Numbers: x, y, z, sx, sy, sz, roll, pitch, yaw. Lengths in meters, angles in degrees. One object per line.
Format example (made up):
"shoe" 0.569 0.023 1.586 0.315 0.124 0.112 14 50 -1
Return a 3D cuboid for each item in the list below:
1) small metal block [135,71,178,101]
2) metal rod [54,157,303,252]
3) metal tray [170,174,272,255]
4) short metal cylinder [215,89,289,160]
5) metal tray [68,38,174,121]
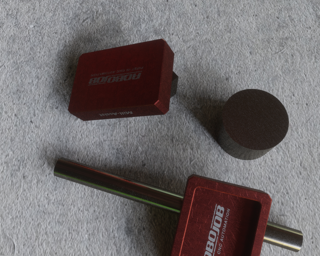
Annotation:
"small metal block" -0.004 -0.051 0.413 0.050 0.050 0.025 -38 75 -13
"metal rod" 0.017 0.090 0.375 0.301 0.025 0.025 16 71 5
"metal tray" 0.061 0.124 0.340 0.090 0.030 0.129 13 87 5
"short metal cylinder" 0.115 -0.003 0.398 0.081 0.050 0.080 0 70 0
"metal tray" -0.050 -0.059 0.399 0.130 0.030 0.090 -4 68 24
